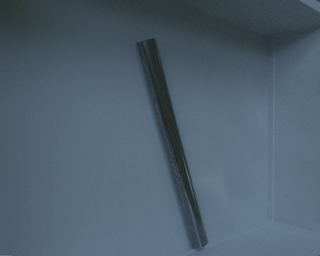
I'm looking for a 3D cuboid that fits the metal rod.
[{"bbox_3d":[0.020,0.029,0.425,0.025,0.025,0.298,-25,106,-37],"label":"metal rod"}]
